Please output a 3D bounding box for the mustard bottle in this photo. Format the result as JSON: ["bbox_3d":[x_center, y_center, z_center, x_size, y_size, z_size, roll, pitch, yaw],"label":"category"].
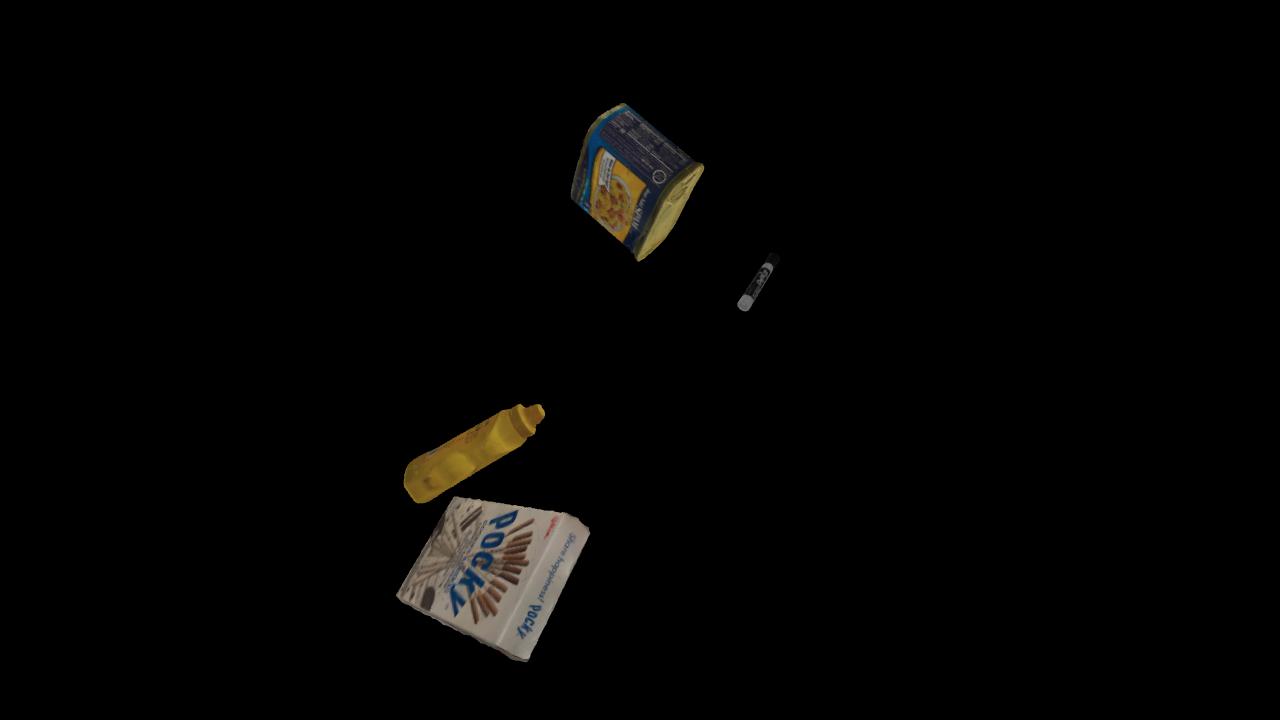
[{"bbox_3d":[-0.199,0.106,0.765,0.184,0.054,0.092,-30,6,5],"label":"mustard bottle"}]

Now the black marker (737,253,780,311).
[{"bbox_3d":[0.172,-0.114,0.880,0.020,0.020,0.121,0,42,41],"label":"black marker"}]

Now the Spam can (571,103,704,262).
[{"bbox_3d":[-0.006,-0.148,0.518,0.058,0.085,0.101,-46,-6,-31],"label":"Spam can"}]

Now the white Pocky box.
[{"bbox_3d":[-0.103,0.138,0.411,0.154,0.084,0.028,-9,-44,48],"label":"white Pocky box"}]
